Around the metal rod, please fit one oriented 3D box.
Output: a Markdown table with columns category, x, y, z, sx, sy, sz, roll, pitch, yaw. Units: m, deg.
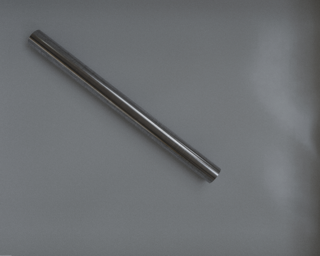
| category | x | y | z | sx | sy | sz | roll | pitch | yaw |
| --- | --- | --- | --- | --- | --- | --- | --- | --- | --- |
| metal rod | -0.046 | -0.028 | 0.411 | 0.300 | 0.025 | 0.025 | 38 | 90 | 0 |
